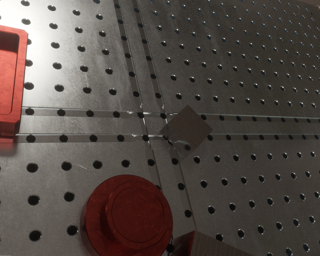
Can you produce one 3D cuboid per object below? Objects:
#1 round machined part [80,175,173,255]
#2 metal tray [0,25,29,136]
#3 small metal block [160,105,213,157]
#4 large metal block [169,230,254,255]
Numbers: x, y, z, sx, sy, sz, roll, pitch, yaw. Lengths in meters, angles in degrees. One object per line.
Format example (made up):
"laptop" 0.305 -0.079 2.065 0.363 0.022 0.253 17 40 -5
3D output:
"round machined part" -0.030 0.095 0.325 0.099 0.042 0.098 14 56 -21
"metal tray" -0.196 -0.058 0.334 0.091 0.030 0.130 6 59 -26
"small metal block" 0.037 0.004 0.428 0.050 0.025 0.050 45 51 3
"large metal block" 0.051 0.164 0.321 0.080 0.050 0.080 27 52 -12
